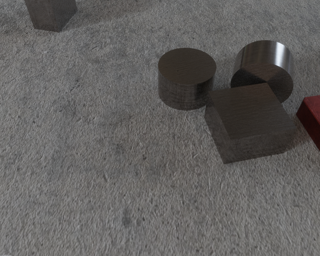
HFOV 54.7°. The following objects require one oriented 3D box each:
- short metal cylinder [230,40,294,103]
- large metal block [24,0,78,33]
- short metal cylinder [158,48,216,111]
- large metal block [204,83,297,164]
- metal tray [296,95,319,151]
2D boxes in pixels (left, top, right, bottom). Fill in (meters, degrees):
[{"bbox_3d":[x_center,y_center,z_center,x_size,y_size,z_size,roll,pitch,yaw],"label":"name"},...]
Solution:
[{"bbox_3d":[0.142,-0.074,0.431,0.080,0.080,0.050,12,51,10],"label":"short metal cylinder"},{"bbox_3d":[-0.198,-0.234,0.563,0.050,0.080,0.080,11,51,9],"label":"large metal block"},{"bbox_3d":[0.038,-0.071,0.447,0.081,0.050,0.080,0,50,0],"label":"short metal cylinder"},{"bbox_3d":[0.109,-0.007,0.394,0.081,0.050,0.080,-9,51,-8],"label":"large metal block"},{"bbox_3d":[0.263,-0.008,0.408,0.131,0.030,0.090,-8,51,-7],"label":"metal tray"}]
